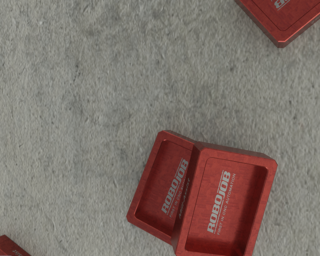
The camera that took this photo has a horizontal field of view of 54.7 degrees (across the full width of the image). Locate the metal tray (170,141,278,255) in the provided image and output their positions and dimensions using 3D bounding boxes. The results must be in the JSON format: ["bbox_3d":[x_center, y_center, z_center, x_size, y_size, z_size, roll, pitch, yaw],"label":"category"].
[{"bbox_3d":[0.071,0.087,0.354,0.091,0.030,0.129,11,99,-10],"label":"metal tray"}]

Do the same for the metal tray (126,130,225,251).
[{"bbox_3d":[0.021,0.077,0.398,0.090,0.030,0.129,23,97,18],"label":"metal tray"}]

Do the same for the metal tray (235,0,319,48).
[{"bbox_3d":[0.161,-0.167,0.349,0.130,0.030,0.090,-40,78,15],"label":"metal tray"}]

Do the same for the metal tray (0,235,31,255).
[{"bbox_3d":[-0.229,0.242,0.484,0.130,0.030,0.090,29,99,17],"label":"metal tray"}]
